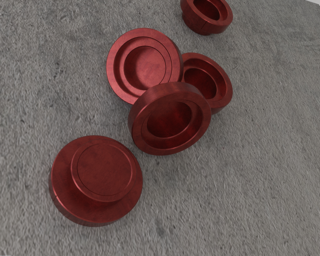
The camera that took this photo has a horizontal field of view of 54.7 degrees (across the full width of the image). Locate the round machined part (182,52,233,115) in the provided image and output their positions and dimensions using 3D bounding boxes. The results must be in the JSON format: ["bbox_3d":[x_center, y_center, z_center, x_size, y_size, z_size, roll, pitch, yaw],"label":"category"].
[{"bbox_3d":[0.055,-0.060,0.458,0.099,0.042,0.098,14,55,-21],"label":"round machined part"}]

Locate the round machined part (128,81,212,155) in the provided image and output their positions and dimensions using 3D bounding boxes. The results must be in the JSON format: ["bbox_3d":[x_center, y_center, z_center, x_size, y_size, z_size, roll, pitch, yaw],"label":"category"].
[{"bbox_3d":[0.009,-0.015,0.376,0.099,0.097,0.042,4,38,-26],"label":"round machined part"}]

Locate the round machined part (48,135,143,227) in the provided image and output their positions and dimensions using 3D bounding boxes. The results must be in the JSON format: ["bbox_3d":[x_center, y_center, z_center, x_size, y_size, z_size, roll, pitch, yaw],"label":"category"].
[{"bbox_3d":[-0.063,0.051,0.328,0.099,0.042,0.098,14,56,-21],"label":"round machined part"}]

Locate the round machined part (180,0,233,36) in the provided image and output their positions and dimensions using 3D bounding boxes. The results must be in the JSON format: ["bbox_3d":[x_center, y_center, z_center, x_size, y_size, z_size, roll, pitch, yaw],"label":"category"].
[{"bbox_3d":[0.080,-0.207,0.562,0.099,0.042,0.098,14,56,-21],"label":"round machined part"}]

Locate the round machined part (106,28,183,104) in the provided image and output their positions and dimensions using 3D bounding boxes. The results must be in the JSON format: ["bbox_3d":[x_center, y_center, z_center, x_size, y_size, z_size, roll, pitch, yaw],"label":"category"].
[{"bbox_3d":[-0.017,-0.078,0.408,0.098,0.098,0.042,47,16,5],"label":"round machined part"}]
